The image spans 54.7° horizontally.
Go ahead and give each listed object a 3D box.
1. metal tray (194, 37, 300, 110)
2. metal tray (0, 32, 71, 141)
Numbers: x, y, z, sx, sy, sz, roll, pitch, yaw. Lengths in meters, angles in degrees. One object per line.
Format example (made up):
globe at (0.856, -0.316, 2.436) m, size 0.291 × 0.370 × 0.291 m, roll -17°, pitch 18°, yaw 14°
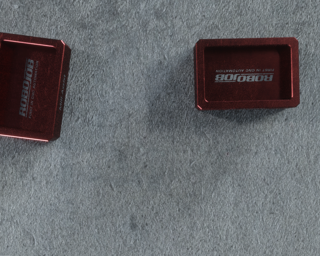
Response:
metal tray at (0.112, -0.070, 0.408) m, size 0.131 × 0.030 × 0.089 m, roll -1°, pitch 90°, yaw 0°
metal tray at (-0.173, -0.052, 0.405) m, size 0.091 × 0.030 × 0.129 m, roll 7°, pitch 90°, yaw 0°
